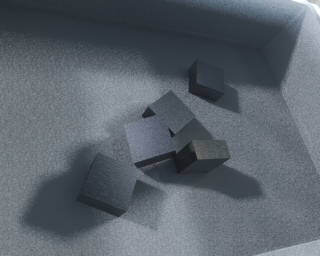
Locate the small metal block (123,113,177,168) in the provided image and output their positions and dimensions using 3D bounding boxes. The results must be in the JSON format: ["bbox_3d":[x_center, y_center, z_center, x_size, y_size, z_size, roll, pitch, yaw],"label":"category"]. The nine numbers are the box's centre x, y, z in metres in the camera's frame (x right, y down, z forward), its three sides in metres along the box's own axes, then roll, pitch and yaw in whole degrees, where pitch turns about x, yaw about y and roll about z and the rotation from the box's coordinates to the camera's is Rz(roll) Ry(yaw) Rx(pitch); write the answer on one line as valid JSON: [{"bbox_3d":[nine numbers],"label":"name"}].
[{"bbox_3d":[-0.012,0.015,0.375,0.050,0.025,0.050,-17,67,-1],"label":"small metal block"}]

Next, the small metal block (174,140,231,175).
[{"bbox_3d":[0.053,0.037,0.395,0.050,0.050,0.025,1,62,-28],"label":"small metal block"}]

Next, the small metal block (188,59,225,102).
[{"bbox_3d":[0.074,-0.075,0.491,0.050,0.025,0.050,17,55,-19],"label":"small metal block"}]

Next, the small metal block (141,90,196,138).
[{"bbox_3d":[0.012,-0.016,0.422,0.050,0.025,0.050,47,51,4],"label":"small metal block"}]

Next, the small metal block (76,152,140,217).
[{"bbox_3d":[-0.056,0.062,0.338,0.050,0.025,0.050,25,53,-13],"label":"small metal block"}]
